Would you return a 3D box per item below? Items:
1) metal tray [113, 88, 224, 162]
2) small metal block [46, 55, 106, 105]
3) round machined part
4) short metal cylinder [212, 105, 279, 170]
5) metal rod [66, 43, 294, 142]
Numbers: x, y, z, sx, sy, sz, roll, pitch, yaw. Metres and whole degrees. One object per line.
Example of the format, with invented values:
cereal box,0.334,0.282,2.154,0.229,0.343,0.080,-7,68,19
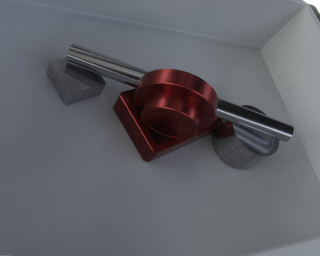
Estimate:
metal tray,0.014,-0.019,0.420,0.131,0.030,0.090,-21,73,-36
small metal block,-0.104,-0.062,0.386,0.050,0.025,0.050,-25,75,-37
round machined part,0.016,-0.021,0.363,0.099,0.098,0.042,25,61,-14
short metal cylinder,0.123,0.014,0.448,0.081,0.050,0.080,14,56,-21
metal rod,0.033,-0.041,0.396,0.302,0.025,0.025,19,54,-10
